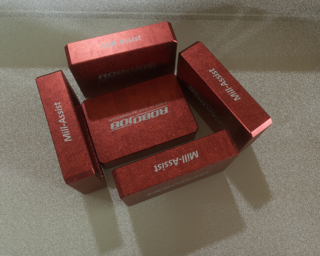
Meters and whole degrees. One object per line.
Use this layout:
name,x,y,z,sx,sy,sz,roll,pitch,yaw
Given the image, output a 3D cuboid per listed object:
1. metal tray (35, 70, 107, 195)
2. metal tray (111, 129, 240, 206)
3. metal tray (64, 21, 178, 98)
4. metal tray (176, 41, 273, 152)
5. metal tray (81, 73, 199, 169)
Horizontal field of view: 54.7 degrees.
metal tray,-0.103,0.008,0.369,0.030,0.090,0.130,-20,72,-7
metal tray,0.017,0.049,0.355,0.131,0.090,0.030,-19,72,-7
metal tray,-0.046,-0.085,0.404,0.131,0.090,0.030,-15,71,-6
metal tray,0.072,-0.034,0.387,0.030,0.090,0.130,-35,74,-11
metal tray,-0.027,-0.011,0.408,0.131,0.030,0.090,-19,71,-7
